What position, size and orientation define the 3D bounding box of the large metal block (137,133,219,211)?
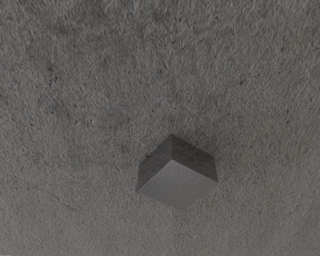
[{"bbox_3d":[0.024,0.066,0.447,0.080,0.050,0.080,29,124,-23],"label":"large metal block"}]
